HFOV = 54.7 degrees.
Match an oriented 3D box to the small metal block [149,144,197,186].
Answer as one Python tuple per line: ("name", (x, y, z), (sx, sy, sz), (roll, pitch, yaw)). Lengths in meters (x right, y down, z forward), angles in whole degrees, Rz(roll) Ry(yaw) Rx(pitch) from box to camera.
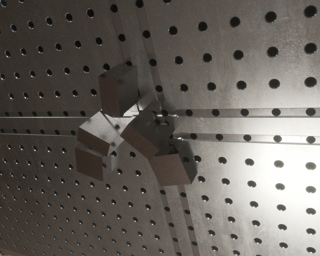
("small metal block", (0.017, 0.053, 0.433), (0.050, 0.025, 0.050), (-11, 113, 32))

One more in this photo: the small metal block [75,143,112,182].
("small metal block", (-0.107, 0.052, 0.498), (0.050, 0.025, 0.050), (17, 125, 17))

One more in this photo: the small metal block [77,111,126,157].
("small metal block", (-0.081, 0.007, 0.440), (0.050, 0.050, 0.025), (28, 128, 10))

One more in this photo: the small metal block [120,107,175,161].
("small metal block", (-0.016, 0.007, 0.406), (0.050, 0.050, 0.025), (40, 129, 1))

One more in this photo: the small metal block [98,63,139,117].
("small metal block", (-0.050, -0.049, 0.390), (0.025, 0.050, 0.050), (13, 124, 21))
